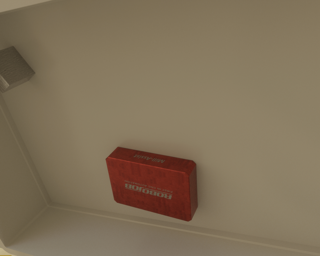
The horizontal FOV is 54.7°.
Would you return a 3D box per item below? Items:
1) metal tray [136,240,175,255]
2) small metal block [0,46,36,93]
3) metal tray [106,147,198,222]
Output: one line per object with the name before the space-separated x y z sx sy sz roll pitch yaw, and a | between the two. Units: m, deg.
metal tray | 0.013 0.271 0.567 0.130 0.030 0.089 26 128 11
small metal block | -0.223 -0.086 0.454 0.025 0.050 0.050 -29 102 37
metal tray | -0.012 0.082 0.461 0.130 0.030 0.089 8 122 23
